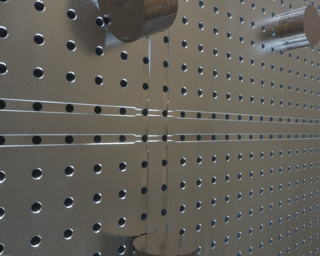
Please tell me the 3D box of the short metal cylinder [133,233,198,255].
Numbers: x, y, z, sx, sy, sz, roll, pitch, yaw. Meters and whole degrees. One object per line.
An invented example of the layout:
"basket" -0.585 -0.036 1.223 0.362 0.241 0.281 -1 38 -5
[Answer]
"short metal cylinder" 0.006 0.167 0.381 0.081 0.080 0.050 3 88 -40

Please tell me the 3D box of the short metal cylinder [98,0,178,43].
"short metal cylinder" -0.026 -0.144 0.353 0.050 0.080 0.080 -32 110 -36

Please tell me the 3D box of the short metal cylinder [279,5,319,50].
"short metal cylinder" 0.290 -0.206 0.639 0.081 0.050 0.079 0 90 -40
